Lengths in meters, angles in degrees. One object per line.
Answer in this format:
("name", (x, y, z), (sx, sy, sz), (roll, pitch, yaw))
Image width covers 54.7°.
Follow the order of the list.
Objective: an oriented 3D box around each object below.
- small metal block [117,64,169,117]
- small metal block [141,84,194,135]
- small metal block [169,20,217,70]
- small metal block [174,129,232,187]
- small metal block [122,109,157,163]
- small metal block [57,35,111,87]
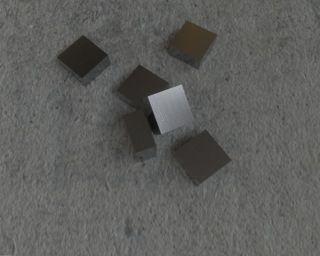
("small metal block", (-0.023, -0.051, 0.427), (0.050, 0.025, 0.050), (34, 73, 11))
("small metal block", (0.010, -0.024, 0.401), (0.050, 0.025, 0.050), (-22, 97, -23))
("small metal block", (0.048, -0.122, 0.453), (0.050, 0.025, 0.050), (29, 72, 10))
("small metal block", (0.053, 0.039, 0.395), (0.050, 0.025, 0.050), (-34, 74, -12))
("small metal block", (-0.025, 0.011, 0.391), (0.025, 0.050, 0.050), (-19, 71, -7))
("small metal block", (-0.108, -0.096, 0.442), (0.050, 0.025, 0.050), (40, 74, 13))
